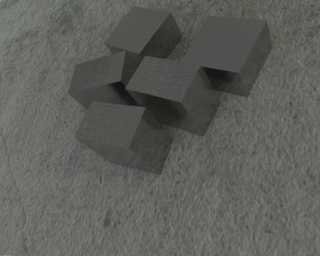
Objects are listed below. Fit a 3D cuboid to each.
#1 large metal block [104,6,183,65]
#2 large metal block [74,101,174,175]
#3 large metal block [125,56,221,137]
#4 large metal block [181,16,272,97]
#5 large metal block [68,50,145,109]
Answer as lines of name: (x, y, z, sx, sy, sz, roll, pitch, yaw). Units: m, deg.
large metal block: (-0.025, -0.138, 0.484, 0.080, 0.050, 0.080, 26, 76, 36)
large metal block: (-0.041, 0.013, 0.381, 0.080, 0.080, 0.050, 8, 66, 31)
large metal block: (0.018, -0.039, 0.382, 0.080, 0.080, 0.050, 18, 71, 34)
large metal block: (0.087, -0.094, 0.399, 0.080, 0.050, 0.080, 19, 71, 35)
large metal block: (-0.066, -0.054, 0.435, 0.080, 0.080, 0.050, -10, 58, 23)
